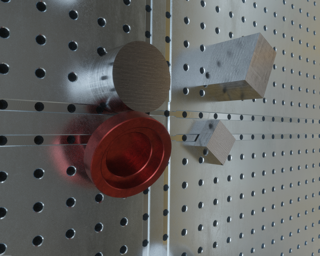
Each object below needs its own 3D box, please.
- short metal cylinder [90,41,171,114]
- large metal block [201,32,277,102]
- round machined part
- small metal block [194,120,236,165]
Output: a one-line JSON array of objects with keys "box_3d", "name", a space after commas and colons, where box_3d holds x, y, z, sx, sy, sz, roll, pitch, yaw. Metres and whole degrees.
[{"box_3d": [-0.034, -0.057, 0.364, 0.081, 0.050, 0.080, 0, 90, -40], "name": "short metal cylinder"}, {"box_3d": [0.120, -0.090, 0.473, 0.050, 0.080, 0.080, 33, 69, -35], "name": "large metal block"}, {"box_3d": [-0.039, 0.026, 0.351, 0.099, 0.042, 0.097, -16, 121, -28], "name": "round machined part"}, {"box_3d": [0.086, 0.022, 0.481, 0.050, 0.025, 0.050, 45, 63, -31], "name": "small metal block"}]
